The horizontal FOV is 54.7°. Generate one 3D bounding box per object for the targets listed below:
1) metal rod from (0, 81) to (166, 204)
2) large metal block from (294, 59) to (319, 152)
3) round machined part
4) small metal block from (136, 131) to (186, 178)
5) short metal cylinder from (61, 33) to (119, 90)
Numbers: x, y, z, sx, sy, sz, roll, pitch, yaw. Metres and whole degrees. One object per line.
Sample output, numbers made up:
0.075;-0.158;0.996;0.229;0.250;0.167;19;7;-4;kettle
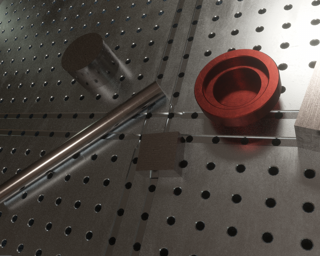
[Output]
-0.124;0.024;0.456;0.300;0.025;0.025;-33;52;6;metal rod
0.188;-0.016;0.304;0.080;0.050;0.080;15;69;33;large metal block
0.095;-0.044;0.374;0.098;0.042;0.098;-13;56;20;round machined part
0.002;0.034;0.386;0.050;0.025;0.050;-5;59;25;small metal block
-0.116;-0.112;0.520;0.080;0.050;0.080;-13;56;20;short metal cylinder
